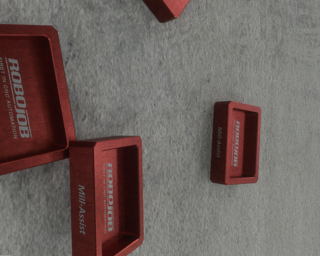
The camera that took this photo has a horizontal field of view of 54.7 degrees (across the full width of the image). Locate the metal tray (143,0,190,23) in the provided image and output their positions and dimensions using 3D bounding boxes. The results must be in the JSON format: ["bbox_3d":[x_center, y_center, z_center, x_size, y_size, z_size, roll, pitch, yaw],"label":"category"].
[{"bbox_3d":[-0.006,-0.215,0.397,0.130,0.030,0.090,45,63,-31],"label":"metal tray"}]

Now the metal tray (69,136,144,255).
[{"bbox_3d":[-0.054,0.076,0.335,0.090,0.030,0.129,-6,95,-63],"label":"metal tray"}]

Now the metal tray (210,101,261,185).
[{"bbox_3d":[0.127,0.025,0.510,0.091,0.030,0.129,6,86,-40],"label":"metal tray"}]

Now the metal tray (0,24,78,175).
[{"bbox_3d":[-0.134,-0.028,0.289,0.091,0.030,0.129,-14,99,-39],"label":"metal tray"}]
